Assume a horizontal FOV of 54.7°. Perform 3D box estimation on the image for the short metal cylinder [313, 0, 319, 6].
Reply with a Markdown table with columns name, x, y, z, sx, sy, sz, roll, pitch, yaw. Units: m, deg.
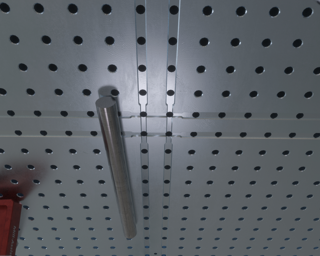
| name | x | y | z | sx | sy | sz | roll | pitch | yaw |
| --- | --- | --- | --- | --- | --- | --- | --- | --- | --- |
| short metal cylinder | 0.176 | -0.142 | 0.276 | 0.081 | 0.050 | 0.079 | 0 | 130 | 0 |

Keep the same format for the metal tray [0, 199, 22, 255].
| name | x | y | z | sx | sy | sz | roll | pitch | yaw |
| --- | --- | --- | --- | --- | --- | --- | --- | --- | --- |
| metal tray | -0.281 | 0.183 | 0.496 | 0.091 | 0.130 | 0.030 | -3 | 158 | 2 |

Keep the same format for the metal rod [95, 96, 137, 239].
| name | x | y | z | sx | sy | sz | roll | pitch | yaw |
| --- | --- | --- | --- | --- | --- | --- | --- | --- | --- |
| metal rod | -0.061 | 0.081 | 0.479 | 0.025 | 0.025 | 0.298 | -2 | 130 | 1 |

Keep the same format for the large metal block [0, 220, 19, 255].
| name | x | y | z | sx | sy | sz | roll | pitch | yaw |
| --- | --- | --- | --- | --- | --- | --- | --- | --- | --- |
| large metal block | -0.306 | 0.221 | 0.558 | 0.050 | 0.080 | 0.079 | 7 | 130 | 1 |
